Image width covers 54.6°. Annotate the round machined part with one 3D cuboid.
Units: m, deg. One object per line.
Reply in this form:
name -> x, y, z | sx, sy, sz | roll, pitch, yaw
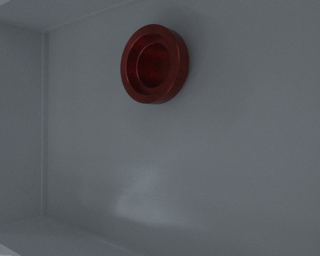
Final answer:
round machined part -> -0.002, -0.079, 0.399 | 0.098, 0.042, 0.097 | 0, 90, 40
